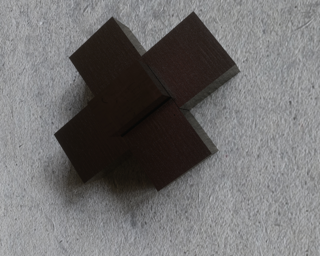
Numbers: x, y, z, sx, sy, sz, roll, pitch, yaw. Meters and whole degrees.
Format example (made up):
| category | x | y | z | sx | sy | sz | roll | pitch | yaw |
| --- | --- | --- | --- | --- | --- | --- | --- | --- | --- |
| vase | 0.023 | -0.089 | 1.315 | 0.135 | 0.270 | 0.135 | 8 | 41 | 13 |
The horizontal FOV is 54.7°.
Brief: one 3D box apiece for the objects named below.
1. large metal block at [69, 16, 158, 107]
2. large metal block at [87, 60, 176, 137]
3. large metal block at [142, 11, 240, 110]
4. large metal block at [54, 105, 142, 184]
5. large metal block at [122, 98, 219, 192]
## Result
| category | x | y | z | sx | sy | sz | roll | pitch | yaw |
| --- | --- | --- | --- | --- | --- | --- | --- | --- | --- |
| large metal block | -0.060 | -0.085 | 0.416 | 0.080 | 0.050 | 0.080 | -38 | 78 | 15 |
| large metal block | -0.028 | -0.033 | 0.390 | 0.080 | 0.080 | 0.050 | -38 | 78 | 16 |
| large metal block | 0.039 | -0.079 | 0.382 | 0.080 | 0.050 | 0.080 | -38 | 78 | 15 |
| large metal block | -0.082 | 0.017 | 0.424 | 0.080 | 0.050 | 0.080 | -38 | 78 | 15 |
| large metal block | 0.014 | 0.020 | 0.390 | 0.080 | 0.050 | 0.080 | -38 | 78 | 15 |
